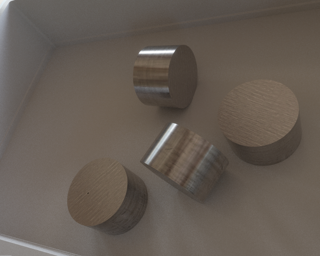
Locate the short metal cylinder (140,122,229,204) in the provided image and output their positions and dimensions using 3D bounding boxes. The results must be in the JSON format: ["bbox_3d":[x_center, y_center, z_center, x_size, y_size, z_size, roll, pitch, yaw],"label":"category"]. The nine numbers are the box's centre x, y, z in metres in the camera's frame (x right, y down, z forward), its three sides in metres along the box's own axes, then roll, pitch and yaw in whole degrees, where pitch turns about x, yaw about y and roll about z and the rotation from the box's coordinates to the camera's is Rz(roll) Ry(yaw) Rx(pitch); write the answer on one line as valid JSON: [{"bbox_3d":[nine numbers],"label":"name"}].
[{"bbox_3d":[0.026,0.038,0.333,0.080,0.080,0.050,26,76,36],"label":"short metal cylinder"}]

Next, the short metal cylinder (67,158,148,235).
[{"bbox_3d":[-0.062,0.082,0.370,0.080,0.050,0.080,-13,56,20],"label":"short metal cylinder"}]

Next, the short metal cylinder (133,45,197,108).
[{"bbox_3d":[0.009,-0.067,0.406,0.050,0.080,0.080,7,65,31],"label":"short metal cylinder"}]

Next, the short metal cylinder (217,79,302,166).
[{"bbox_3d":[0.108,-0.005,0.336,0.080,0.050,0.080,-13,56,20],"label":"short metal cylinder"}]
